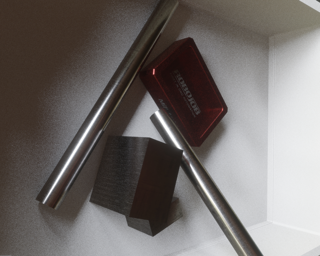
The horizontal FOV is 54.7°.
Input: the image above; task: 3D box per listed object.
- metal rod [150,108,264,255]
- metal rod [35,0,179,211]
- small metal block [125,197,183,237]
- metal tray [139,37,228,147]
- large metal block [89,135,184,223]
[{"bbox_3d":[0.077,0.104,0.378,0.025,0.025,0.299,-23,75,-38],"label":"metal rod"},{"bbox_3d":[-0.050,-0.047,0.365,0.025,0.025,0.300,41,65,-33],"label":"metal rod"},{"bbox_3d":[-0.009,0.105,0.385,0.050,0.050,0.025,-22,104,-38],"label":"small metal block"},{"bbox_3d":[0.039,-0.048,0.437,0.090,0.030,0.130,-47,119,-30],"label":"metal tray"},{"bbox_3d":[-0.028,0.055,0.349,0.050,0.080,0.080,23,75,-38],"label":"large metal block"}]
